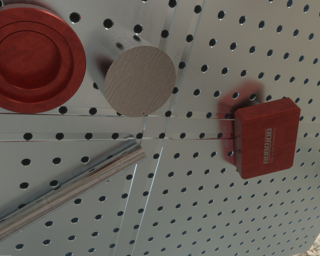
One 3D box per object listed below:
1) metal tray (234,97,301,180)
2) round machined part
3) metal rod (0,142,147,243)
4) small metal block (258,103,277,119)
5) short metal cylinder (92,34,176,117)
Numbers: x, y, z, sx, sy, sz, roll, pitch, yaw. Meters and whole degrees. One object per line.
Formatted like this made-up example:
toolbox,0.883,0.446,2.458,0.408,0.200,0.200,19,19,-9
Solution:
metal tray,0.169,0.020,0.497,0.091,0.030,0.129,-14,128,-2
round machined part,-0.124,-0.066,0.292,0.099,0.042,0.097,-14,125,-21
metal rod,-0.153,0.103,0.391,0.302,0.025,0.025,-29,129,-10
small metal block,0.164,-0.005,0.501,0.050,0.025,0.050,28,103,-38
short metal cylinder,-0.030,-0.059,0.344,0.081,0.050,0.079,-14,124,-21
